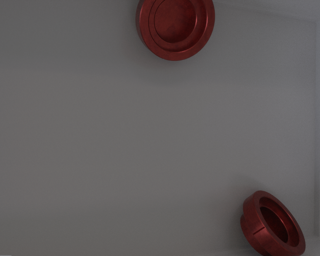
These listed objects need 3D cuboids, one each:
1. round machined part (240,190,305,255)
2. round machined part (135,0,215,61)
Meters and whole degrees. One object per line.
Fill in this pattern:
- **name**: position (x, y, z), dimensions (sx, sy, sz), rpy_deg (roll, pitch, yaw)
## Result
- **round machined part**: position (0.153, 0.141, 0.439), dimensions (0.098, 0.098, 0.042), rpy_deg (32, 121, -17)
- **round machined part**: position (0.016, -0.139, 0.394), dimensions (0.099, 0.042, 0.097), rpy_deg (-9, 118, -16)
